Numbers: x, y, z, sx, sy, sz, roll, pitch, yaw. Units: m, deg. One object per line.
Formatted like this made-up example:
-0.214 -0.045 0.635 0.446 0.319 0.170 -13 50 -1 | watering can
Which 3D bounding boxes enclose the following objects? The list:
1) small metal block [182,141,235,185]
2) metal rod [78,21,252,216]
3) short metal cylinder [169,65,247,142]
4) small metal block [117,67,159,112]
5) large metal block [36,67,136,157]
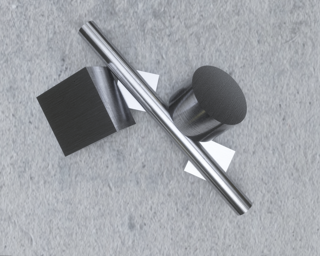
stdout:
0.064 0.042 0.412 0.050 0.025 0.050 24 90 -1 | small metal block
0.007 -0.012 0.386 0.025 0.025 0.300 -41 91 0 | metal rod
0.058 -0.029 0.379 0.081 0.050 0.080 16 57 -25 | short metal cylinder
-0.031 -0.049 0.411 0.050 0.025 0.050 12 90 -1 | small metal block
-0.090 -0.021 0.381 0.080 0.050 0.080 -25 91 23 | large metal block
